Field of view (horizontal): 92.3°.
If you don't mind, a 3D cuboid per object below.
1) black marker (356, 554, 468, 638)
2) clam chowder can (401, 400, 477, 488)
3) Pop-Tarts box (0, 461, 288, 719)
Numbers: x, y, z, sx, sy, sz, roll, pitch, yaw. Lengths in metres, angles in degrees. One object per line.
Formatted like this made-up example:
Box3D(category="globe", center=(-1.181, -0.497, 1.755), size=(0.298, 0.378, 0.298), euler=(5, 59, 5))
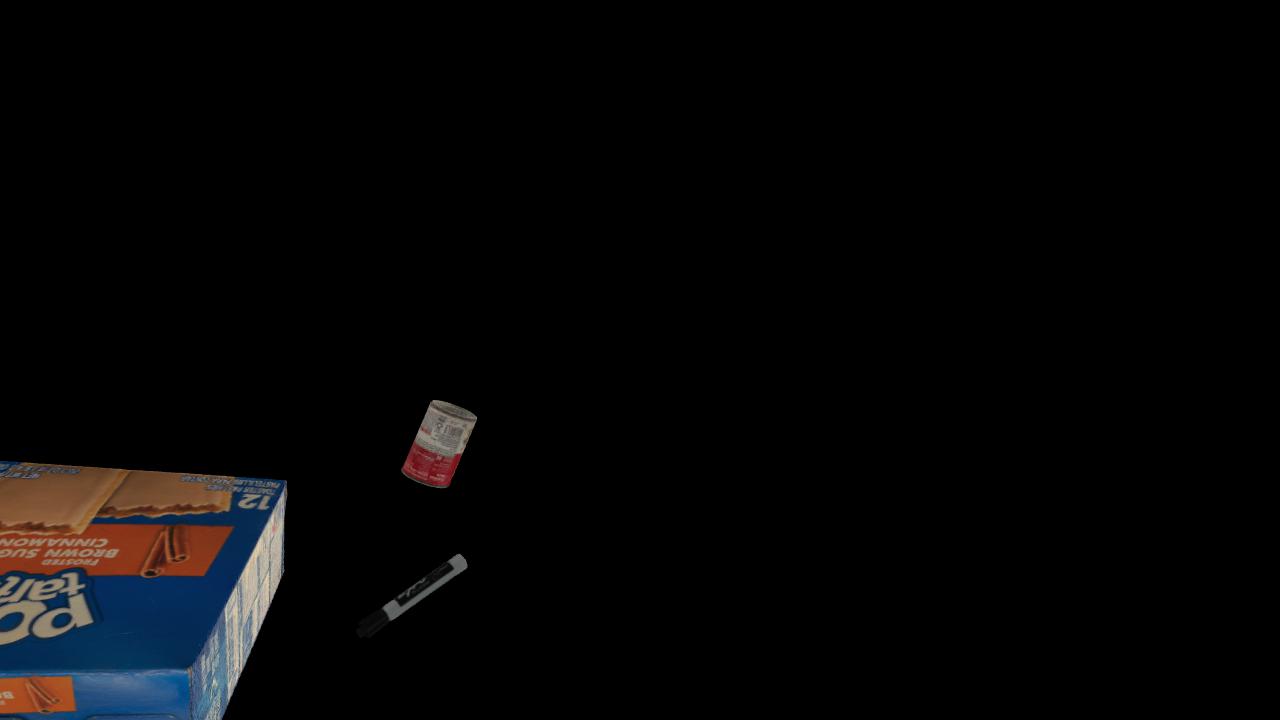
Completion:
Box3D(category="black marker", center=(-0.233, 0.243, 0.635), size=(0.020, 0.020, 0.121), euler=(0, 21, 43))
Box3D(category="clam chowder can", center=(-0.272, 0.113, 0.838), size=(0.068, 0.102, 0.068), euler=(23, 0, 0))
Box3D(category="Pop-Tarts box", center=(-0.300, 0.131, 0.326), size=(0.167, 0.083, 0.141), euler=(7, 25, -15))
